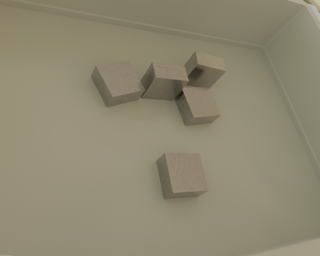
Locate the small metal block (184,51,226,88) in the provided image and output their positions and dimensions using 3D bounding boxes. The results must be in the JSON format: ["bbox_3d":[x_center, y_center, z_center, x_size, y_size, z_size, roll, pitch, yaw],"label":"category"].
[{"bbox_3d":[0.066,-0.088,0.481,0.050,0.050,0.025,8,58,-25],"label":"small metal block"}]

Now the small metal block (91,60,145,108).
[{"bbox_3d":[-0.056,-0.060,0.413,0.050,0.025,0.050,-18,72,-35],"label":"small metal block"}]

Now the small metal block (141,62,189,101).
[{"bbox_3d":[0.004,-0.063,0.432,0.050,0.050,0.025,2,61,-28],"label":"small metal block"}]

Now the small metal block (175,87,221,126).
[{"bbox_3d":[0.055,-0.033,0.457,0.050,0.025,0.050,-6,65,-31],"label":"small metal block"}]

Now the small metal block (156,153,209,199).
[{"bbox_3d":[0.027,0.059,0.386,0.050,0.025,0.050,3,61,-27],"label":"small metal block"}]
